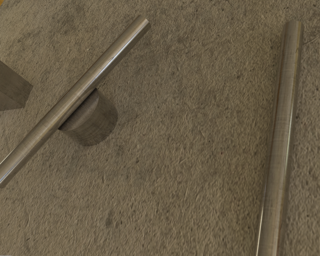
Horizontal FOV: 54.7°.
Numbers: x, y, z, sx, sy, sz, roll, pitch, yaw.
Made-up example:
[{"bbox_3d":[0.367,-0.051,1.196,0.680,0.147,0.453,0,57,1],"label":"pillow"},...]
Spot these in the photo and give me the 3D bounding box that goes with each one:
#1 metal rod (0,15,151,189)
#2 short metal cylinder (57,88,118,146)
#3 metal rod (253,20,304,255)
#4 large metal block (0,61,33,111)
[{"bbox_3d":[-0.119,-0.041,0.427,0.300,0.025,0.025,-49,52,-7],"label":"metal rod"},{"bbox_3d":[-0.110,-0.019,0.458,0.080,0.050,0.080,-13,56,21],"label":"short metal cylinder"},{"bbox_3d":[0.131,0.004,0.332,0.025,0.025,0.300,2,62,29],"label":"metal rod"},{"bbox_3d":[-0.302,-0.075,0.573,0.080,0.080,0.050,-5,60,25],"label":"large metal block"}]
